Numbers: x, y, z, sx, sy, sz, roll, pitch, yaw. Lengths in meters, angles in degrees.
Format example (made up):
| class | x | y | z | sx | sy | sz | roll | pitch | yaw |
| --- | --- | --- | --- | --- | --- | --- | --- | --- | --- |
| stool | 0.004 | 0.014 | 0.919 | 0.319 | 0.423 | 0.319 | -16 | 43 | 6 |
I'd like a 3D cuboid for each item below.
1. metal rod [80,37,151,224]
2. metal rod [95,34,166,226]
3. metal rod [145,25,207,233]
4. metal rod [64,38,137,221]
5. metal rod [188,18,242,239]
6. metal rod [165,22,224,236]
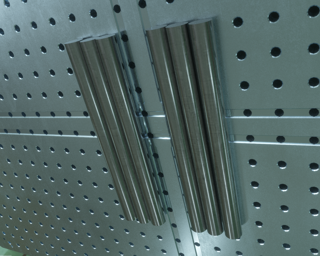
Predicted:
| class | x | y | z | sx | sy | sz | roll | pitch | yaw |
| --- | --- | --- | --- | --- | --- | --- | --- | --- | --- |
| metal rod | -0.056 | 0.020 | 0.453 | 0.025 | 0.025 | 0.298 | 1 | 119 | 28 |
| metal rod | -0.034 | 0.020 | 0.441 | 0.025 | 0.025 | 0.298 | 1 | 119 | 28 |
| metal rod | 0.028 | 0.019 | 0.408 | 0.025 | 0.025 | 0.298 | 1 | 119 | 28 |
| metal rod | -0.079 | 0.019 | 0.465 | 0.025 | 0.025 | 0.298 | 1 | 119 | 28 |
| metal rod | 0.074 | 0.021 | 0.384 | 0.025 | 0.025 | 0.298 | 1 | 119 | 28 |
| metal rod | 0.050 | 0.020 | 0.397 | 0.025 | 0.025 | 0.298 | 1 | 119 | 28 |
